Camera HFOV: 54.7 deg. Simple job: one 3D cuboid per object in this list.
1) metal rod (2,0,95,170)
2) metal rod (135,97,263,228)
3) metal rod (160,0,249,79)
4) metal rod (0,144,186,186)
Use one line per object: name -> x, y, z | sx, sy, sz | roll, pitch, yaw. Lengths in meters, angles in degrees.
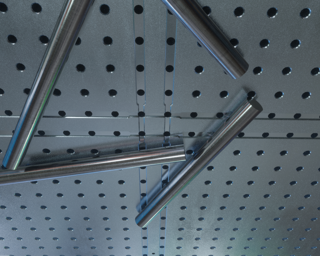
metal rod -> -0.139, -0.047, 0.369 | 0.025, 0.025, 0.298 | 24, 126, -20
metal rod -> 0.043, 0.068, 0.470 | 0.025, 0.025, 0.298 | 24, 126, -20
metal rod -> -0.011, -0.149, 0.284 | 0.025, 0.025, 0.301 | -36, 122, 26
metal rod -> -0.113, 0.056, 0.457 | 0.302, 0.025, 0.025 | -8, 130, 6
